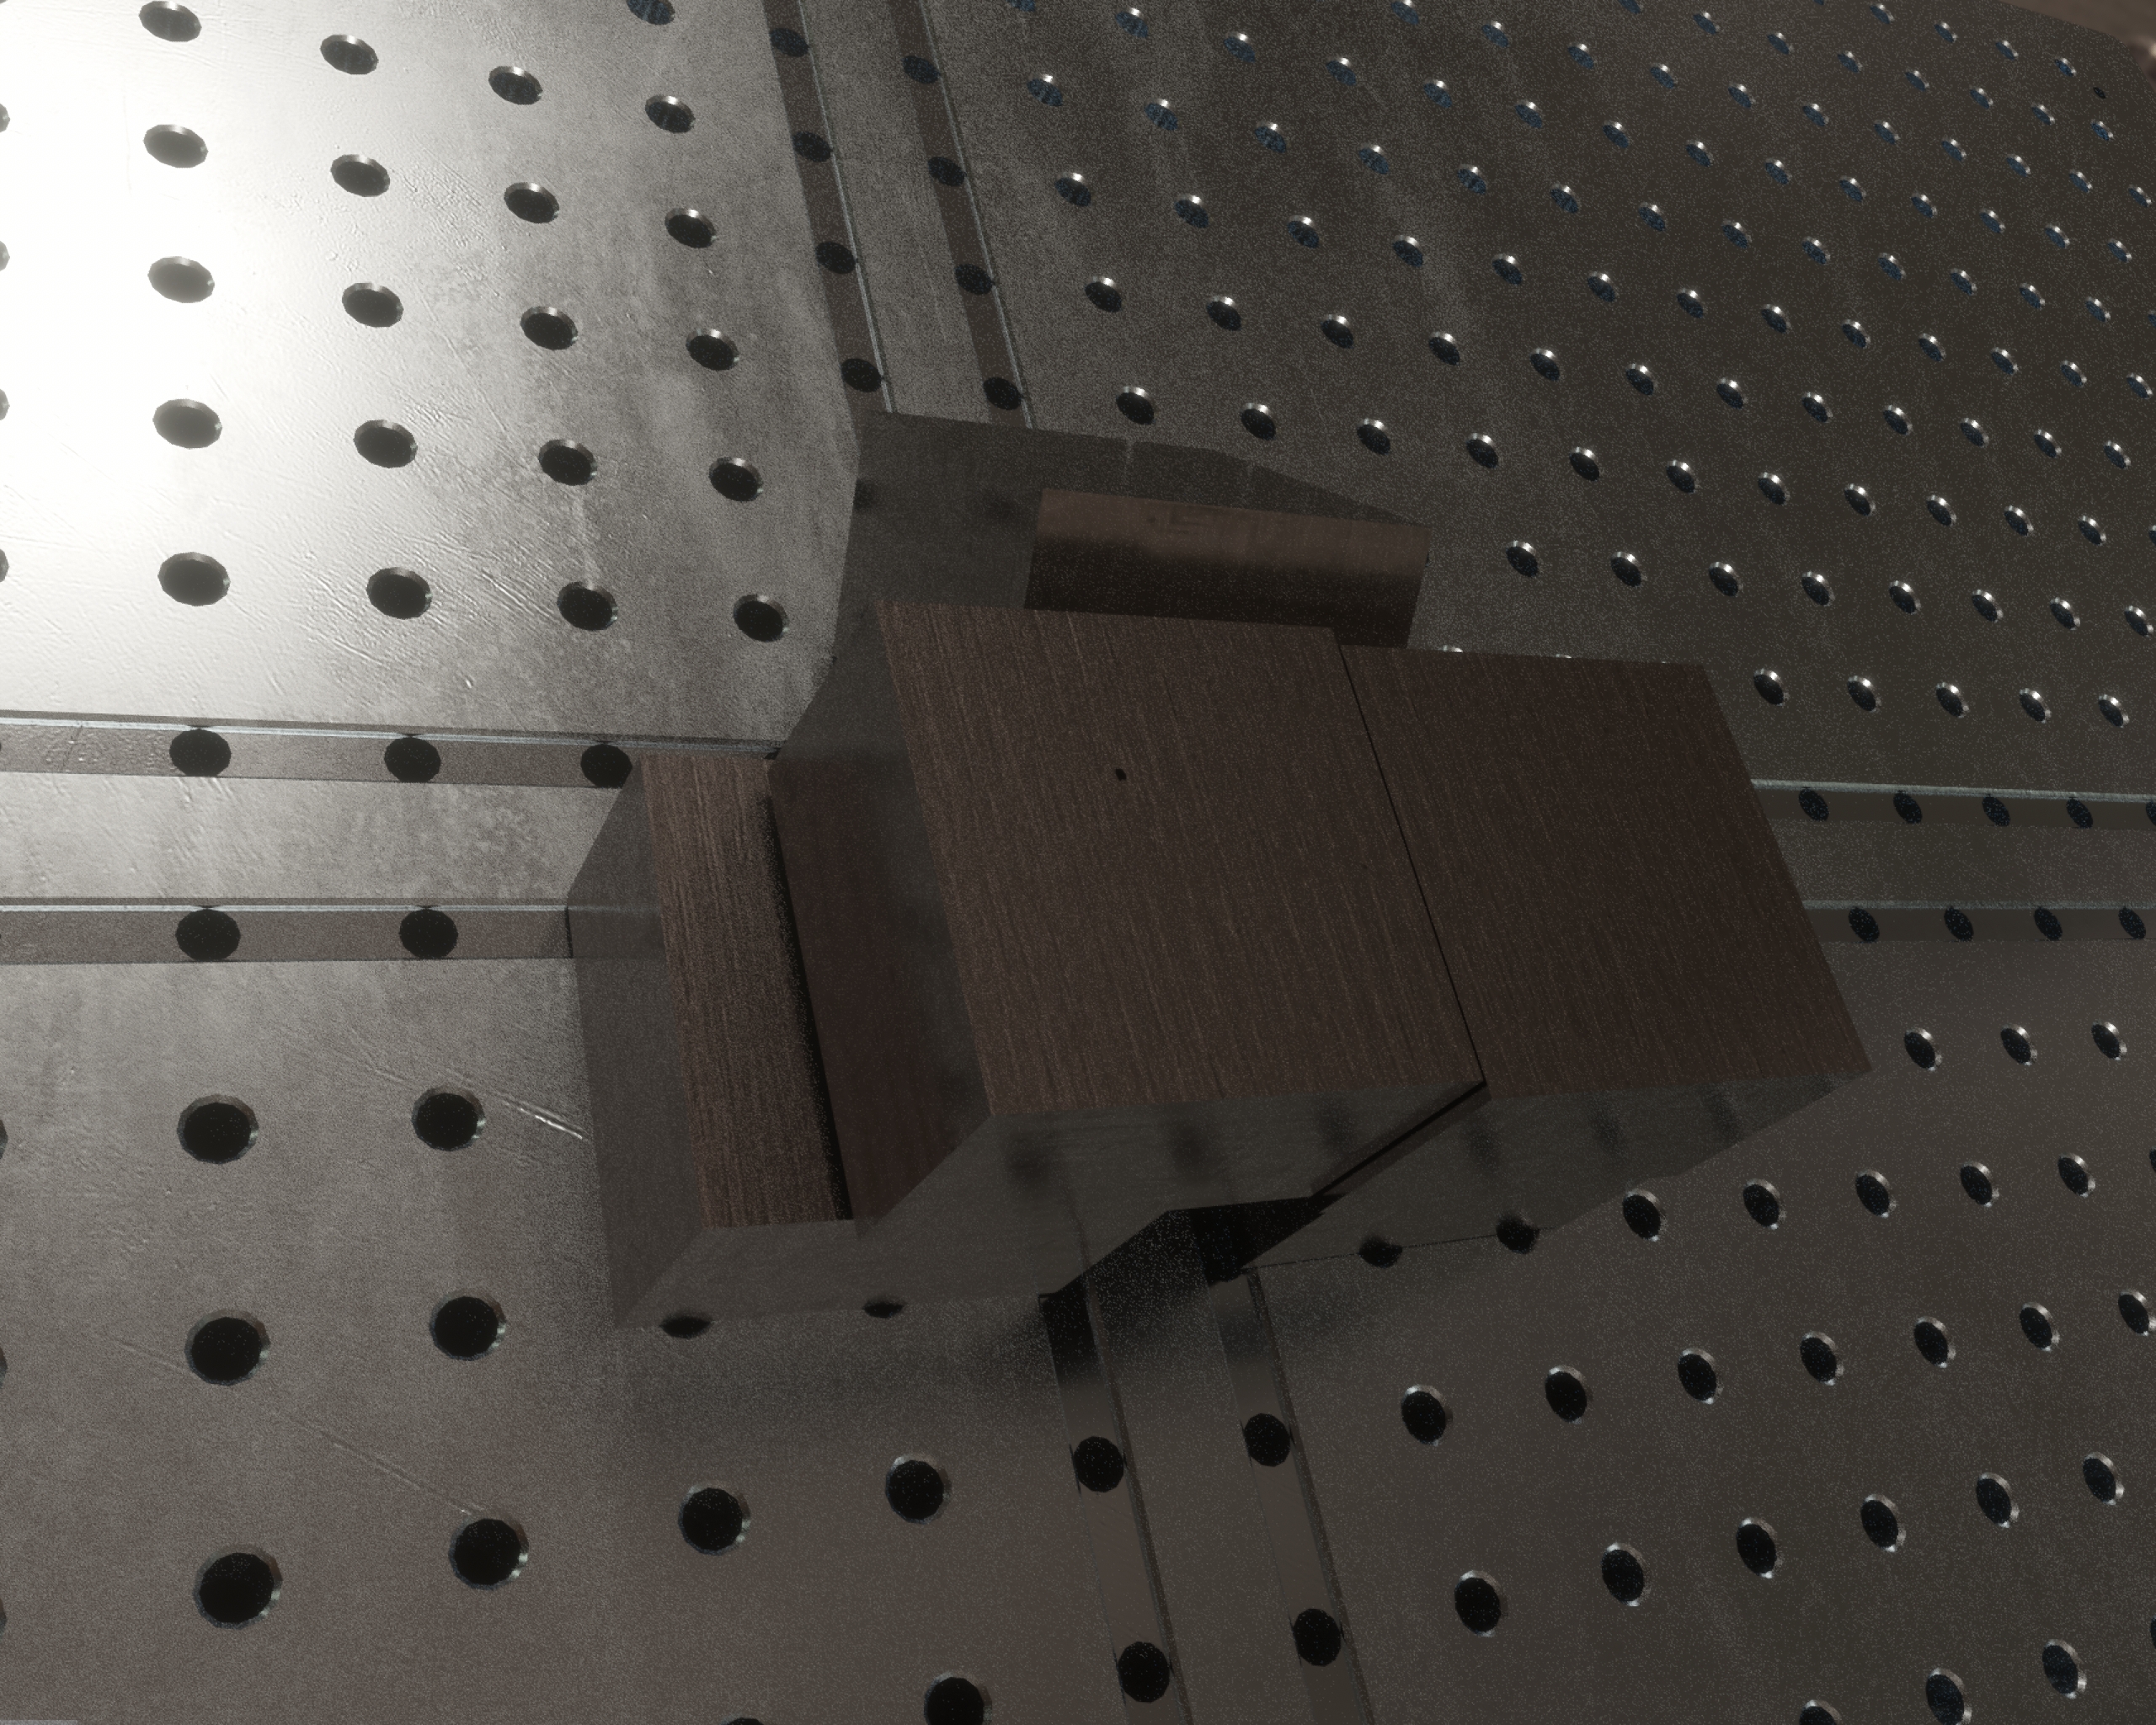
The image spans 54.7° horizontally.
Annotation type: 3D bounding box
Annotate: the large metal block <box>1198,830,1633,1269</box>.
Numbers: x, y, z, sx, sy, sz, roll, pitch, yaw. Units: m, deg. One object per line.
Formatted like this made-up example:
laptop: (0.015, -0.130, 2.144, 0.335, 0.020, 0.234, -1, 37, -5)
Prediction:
large metal block: (0.067, 0.029, 0.411, 0.081, 0.050, 0.080, -1, 62, -29)

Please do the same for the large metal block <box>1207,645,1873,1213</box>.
large metal block: (0.077, 0.011, 0.362, 0.081, 0.050, 0.080, 0, 62, -29)

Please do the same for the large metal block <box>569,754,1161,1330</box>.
large metal block: (-0.037, 0.030, 0.356, 0.081, 0.050, 0.080, 1, 61, -28)

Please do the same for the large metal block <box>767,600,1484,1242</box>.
large metal block: (0.005, 0.009, 0.323, 0.081, 0.050, 0.080, 0, 62, -29)

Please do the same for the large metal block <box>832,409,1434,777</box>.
large metal block: (0.008, -0.052, 0.403, 0.081, 0.050, 0.080, 0, 20, -29)
